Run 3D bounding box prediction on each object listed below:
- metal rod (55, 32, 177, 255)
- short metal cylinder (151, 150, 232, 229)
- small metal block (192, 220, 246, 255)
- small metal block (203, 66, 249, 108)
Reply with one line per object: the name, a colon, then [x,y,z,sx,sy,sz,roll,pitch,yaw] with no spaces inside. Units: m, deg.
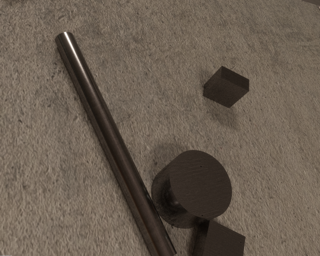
metal rod: [-0.060,0.010,0.366,0.025,0.025,0.299,-16,70,-35]
short metal cylinder: [0.036,0.072,0.365,0.081,0.050,0.080,14,56,-21]
small metal block: [0.067,0.141,0.356,0.050,0.025,0.050,29,52,-11]
small metal block: [0.103,-0.063,0.484,0.050,0.050,0.025,23,53,-15]
